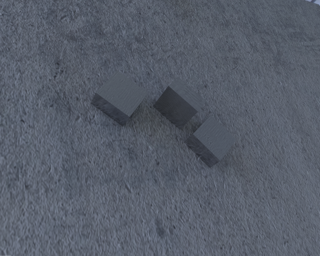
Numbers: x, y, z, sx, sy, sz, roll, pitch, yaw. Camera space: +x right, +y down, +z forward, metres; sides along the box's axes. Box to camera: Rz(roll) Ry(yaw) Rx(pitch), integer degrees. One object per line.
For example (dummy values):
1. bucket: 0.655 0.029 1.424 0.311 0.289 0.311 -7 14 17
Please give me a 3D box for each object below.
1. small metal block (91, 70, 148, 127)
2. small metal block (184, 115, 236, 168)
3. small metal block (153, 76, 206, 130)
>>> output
1. small metal block: -0.052 -0.038 0.399 0.050 0.025 0.050 36 51 -4
2. small metal block: 0.070 0.018 0.430 0.050 0.025 0.050 45 51 3
3. small metal block: 0.026 -0.033 0.421 0.050 0.050 0.025 41 51 0
